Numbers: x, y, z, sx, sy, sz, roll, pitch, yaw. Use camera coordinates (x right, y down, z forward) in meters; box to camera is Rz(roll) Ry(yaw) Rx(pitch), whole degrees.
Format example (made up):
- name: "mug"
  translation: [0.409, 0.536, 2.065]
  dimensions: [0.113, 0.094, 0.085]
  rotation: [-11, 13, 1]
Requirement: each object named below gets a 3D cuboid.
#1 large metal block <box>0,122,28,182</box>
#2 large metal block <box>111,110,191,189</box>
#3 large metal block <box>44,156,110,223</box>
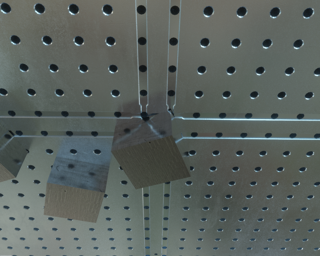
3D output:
- name: "large metal block"
  translation: [-0.246, 0.034, 0.422]
  dimensions: [0.080, 0.050, 0.080]
  rotation: [-17, 128, 13]
- name: "large metal block"
  translation: [-0.010, 0.031, 0.422]
  dimensions: [0.080, 0.050, 0.080]
  rotation: [-15, 129, 12]
- name: "large metal block"
  translation: [-0.128, 0.096, 0.476]
  dimensions: [0.080, 0.050, 0.079]
  rotation: [13, 129, -11]
